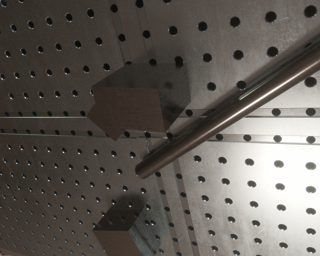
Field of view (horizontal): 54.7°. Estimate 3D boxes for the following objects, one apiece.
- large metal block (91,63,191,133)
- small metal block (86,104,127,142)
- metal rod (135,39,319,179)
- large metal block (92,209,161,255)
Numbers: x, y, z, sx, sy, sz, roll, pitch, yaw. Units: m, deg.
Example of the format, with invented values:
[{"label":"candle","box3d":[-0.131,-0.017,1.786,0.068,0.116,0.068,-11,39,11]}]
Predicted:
[{"label":"large metal block","box3d":[-0.018,-0.039,0.360,0.080,0.080,0.050,5,121,25]},{"label":"small metal block","box3d":[-0.060,-0.018,0.414,0.050,0.050,0.025,41,129,0]},{"label":"metal rod","box3d":[0.067,-0.006,0.371,0.025,0.025,0.299,48,128,-6]},{"label":"large metal block","box3d":[-0.057,0.191,0.542,0.080,0.050,0.080,-11,113,32]}]
